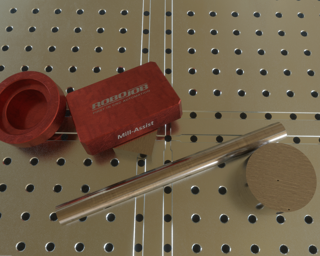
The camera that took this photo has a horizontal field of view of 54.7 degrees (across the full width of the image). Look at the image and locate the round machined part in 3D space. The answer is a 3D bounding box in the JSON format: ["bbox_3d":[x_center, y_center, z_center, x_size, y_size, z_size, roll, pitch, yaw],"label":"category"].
[{"bbox_3d":[-0.168,-0.021,0.403,0.099,0.042,0.098,-3,71,8],"label":"round machined part"}]

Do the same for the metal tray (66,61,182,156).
[{"bbox_3d":[-0.048,-0.029,0.405,0.131,0.030,0.090,-23,54,-9],"label":"metal tray"}]

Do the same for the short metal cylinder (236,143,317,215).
[{"bbox_3d":[0.138,0.063,0.377,0.081,0.050,0.080,0,70,0],"label":"short metal cylinder"}]

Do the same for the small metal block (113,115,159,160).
[{"bbox_3d":[-0.030,0.011,0.407,0.050,0.025,0.050,11,70,3],"label":"small metal block"}]

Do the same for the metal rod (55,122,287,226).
[{"bbox_3d":[0.020,0.054,0.392,0.302,0.025,0.025,-20,72,-8],"label":"metal rod"}]
